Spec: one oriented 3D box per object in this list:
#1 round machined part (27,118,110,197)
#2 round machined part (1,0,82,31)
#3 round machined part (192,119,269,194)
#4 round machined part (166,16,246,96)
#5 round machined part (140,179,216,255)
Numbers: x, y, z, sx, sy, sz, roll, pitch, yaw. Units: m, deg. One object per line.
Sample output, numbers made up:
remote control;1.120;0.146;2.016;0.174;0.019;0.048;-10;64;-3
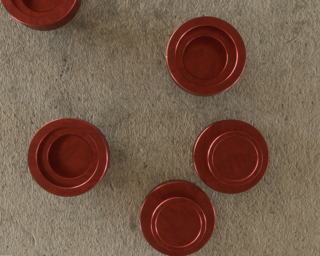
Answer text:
round machined part;-0.114;0.036;0.400;0.099;0.042;0.097;0;90;0
round machined part;-0.149;-0.174;0.400;0.099;0.042;0.097;0;90;0
round machined part;0.093;0.037;0.402;0.099;0.042;0.097;0;90;0
round machined part;0.057;-0.089;0.402;0.099;0.042;0.097;0;90;0
round machined part;0.023;0.119;0.402;0.099;0.042;0.097;0;90;0
